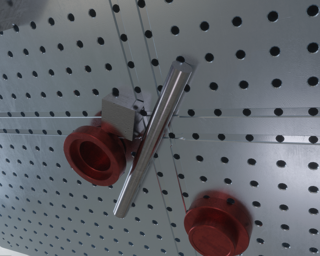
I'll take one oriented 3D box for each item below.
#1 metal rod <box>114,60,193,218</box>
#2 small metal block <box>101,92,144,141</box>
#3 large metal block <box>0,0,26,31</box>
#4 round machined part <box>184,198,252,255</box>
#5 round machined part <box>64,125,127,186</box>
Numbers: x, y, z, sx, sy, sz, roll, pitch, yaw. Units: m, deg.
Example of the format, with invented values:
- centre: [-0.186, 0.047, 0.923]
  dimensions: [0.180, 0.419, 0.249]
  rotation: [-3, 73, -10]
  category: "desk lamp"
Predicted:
- centre: [-0.021, 0.038, 0.445]
  dimensions: [0.025, 0.025, 0.298]
  rotation: [30, 128, 9]
  category: "metal rod"
- centre: [-0.053, -0.016, 0.429]
  dimensions: [0.050, 0.025, 0.050]
  rotation: [20, 126, 16]
  category: "small metal block"
- centre: [-0.224, -0.182, 0.400]
  dimensions: [0.080, 0.050, 0.080]
  rotation: [45, 129, -3]
  category: "large metal block"
- centre: [0.080, 0.154, 0.453]
  dimensions: [0.098, 0.042, 0.097]
  rotation: [13, 124, 20]
  category: "round machined part"
- centre: [-0.093, 0.038, 0.471]
  dimensions: [0.098, 0.042, 0.097]
  rotation: [14, 127, 20]
  category: "round machined part"
